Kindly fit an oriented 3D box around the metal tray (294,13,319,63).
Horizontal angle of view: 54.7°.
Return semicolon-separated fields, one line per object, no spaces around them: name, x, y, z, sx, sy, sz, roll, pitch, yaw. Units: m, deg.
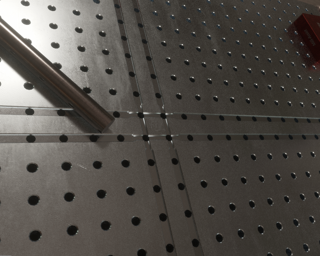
metal tray;0.392;-0.217;0.753;0.091;0.030;0.130;-5;64;-31

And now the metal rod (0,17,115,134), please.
metal rod;-0.175;-0.102;0.376;0.300;0.025;0.025;42;51;0
